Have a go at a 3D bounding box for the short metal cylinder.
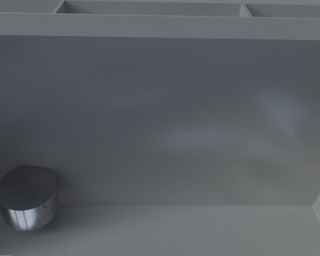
[{"bbox_3d":[-0.194,0.103,0.458,0.081,0.080,0.050,6,130,-6],"label":"short metal cylinder"}]
